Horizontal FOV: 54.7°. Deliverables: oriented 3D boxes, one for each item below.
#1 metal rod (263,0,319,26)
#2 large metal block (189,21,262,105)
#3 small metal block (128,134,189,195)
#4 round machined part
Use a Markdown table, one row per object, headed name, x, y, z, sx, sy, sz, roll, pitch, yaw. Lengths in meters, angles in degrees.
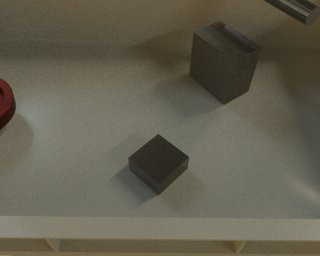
| name | x | y | z | sx | sy | sz | roll | pitch | yaw |
| --- | --- | --- | --- | --- | --- | --- | --- | --- | --- |
| metal rod | 0.100 | -0.229 | 0.445 | 0.025 | 0.025 | 0.300 | -26 | 55 | -21 |
| large metal block | 0.091 | -0.095 | 0.450 | 0.050 | 0.080 | 0.080 | -29 | 56 | -22 |
| small metal block | -0.001 | 0.042 | 0.370 | 0.050 | 0.025 | 0.050 | 37 | 59 | 26 |
| round machined part | -0.242 | -0.024 | 0.404 | 0.099 | 0.042 | 0.098 | 6 | 50 | -7 |
